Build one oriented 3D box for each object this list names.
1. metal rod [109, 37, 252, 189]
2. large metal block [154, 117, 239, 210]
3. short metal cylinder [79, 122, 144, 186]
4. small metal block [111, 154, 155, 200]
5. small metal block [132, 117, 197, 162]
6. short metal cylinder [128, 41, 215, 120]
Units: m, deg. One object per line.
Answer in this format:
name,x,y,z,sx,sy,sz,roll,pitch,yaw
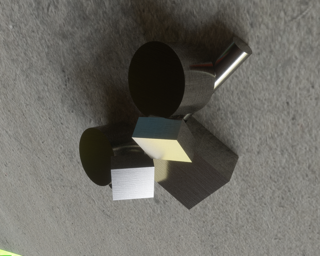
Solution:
metal rod,0.006,0.003,0.405,0.025,0.025,0.298,41,129,-1
large metal block,0.039,0.046,0.397,0.080,0.050,0.080,41,129,-1
short metal cylinder,-0.068,0.034,0.429,0.080,0.050,0.079,12,108,41
small metal block,-0.034,0.061,0.382,0.050,0.025,0.050,-3,123,-8
small metal block,0.006,0.013,0.331,0.050,0.025,0.050,2,150,27
short metal cylinder,0.011,-0.052,0.334,0.080,0.050,0.079,12,108,42
